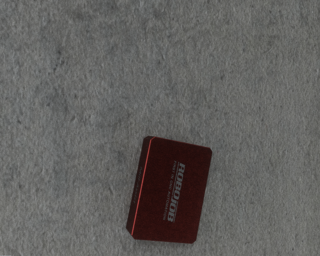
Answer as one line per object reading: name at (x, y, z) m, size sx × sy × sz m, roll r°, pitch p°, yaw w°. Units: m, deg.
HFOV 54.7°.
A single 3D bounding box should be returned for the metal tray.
metal tray at (0.013, 0.082, 0.413) m, size 0.091 × 0.030 × 0.129 m, roll 12°, pitch 86°, yaw -20°
